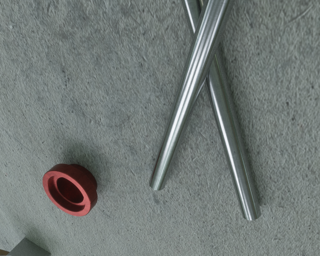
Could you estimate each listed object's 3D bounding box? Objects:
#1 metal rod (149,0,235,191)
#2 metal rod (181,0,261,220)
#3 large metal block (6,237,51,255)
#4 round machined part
[{"bbox_3d":[0.026,-0.021,0.355,0.025,0.025,0.298,27,135,11],"label":"metal rod"},{"bbox_3d":[0.075,-0.016,0.356,0.025,0.025,0.298,-6,116,30],"label":"metal rod"},{"bbox_3d":[-0.319,0.323,0.736,0.080,0.080,0.050,26,127,12],"label":"large metal block"},{"bbox_3d":[-0.149,0.101,0.534,0.098,0.042,0.097,13,124,20],"label":"round machined part"}]
